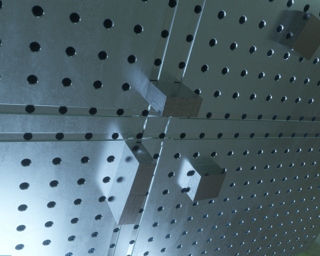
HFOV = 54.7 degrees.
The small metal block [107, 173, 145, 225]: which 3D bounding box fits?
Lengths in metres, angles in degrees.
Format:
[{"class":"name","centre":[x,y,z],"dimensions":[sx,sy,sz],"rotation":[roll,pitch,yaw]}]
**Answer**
[{"class":"small metal block","centre":[-0.049,0.098,0.430],"dimensions":[0.025,0.050,0.050],"rotation":[7,115,-32]}]

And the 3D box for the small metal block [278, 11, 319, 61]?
[{"class":"small metal block","centre":[0.208,-0.132,0.446],"dimensions":[0.050,0.025,0.050],"rotation":[17,109,-35]}]

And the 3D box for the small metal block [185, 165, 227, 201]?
[{"class":"small metal block","centre":[0.075,0.090,0.511],"dimensions":[0.050,0.025,0.050],"rotation":[-2,119,-28]}]

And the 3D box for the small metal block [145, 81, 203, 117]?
[{"class":"small metal block","centre":[0.016,-0.036,0.383],"dimensions":[0.050,0.050,0.025],"rotation":[0,118,-29]}]

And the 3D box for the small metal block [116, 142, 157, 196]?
[{"class":"small metal block","centre":[-0.033,0.054,0.412],"dimensions":[0.025,0.050,0.050],"rotation":[5,116,-31]}]
